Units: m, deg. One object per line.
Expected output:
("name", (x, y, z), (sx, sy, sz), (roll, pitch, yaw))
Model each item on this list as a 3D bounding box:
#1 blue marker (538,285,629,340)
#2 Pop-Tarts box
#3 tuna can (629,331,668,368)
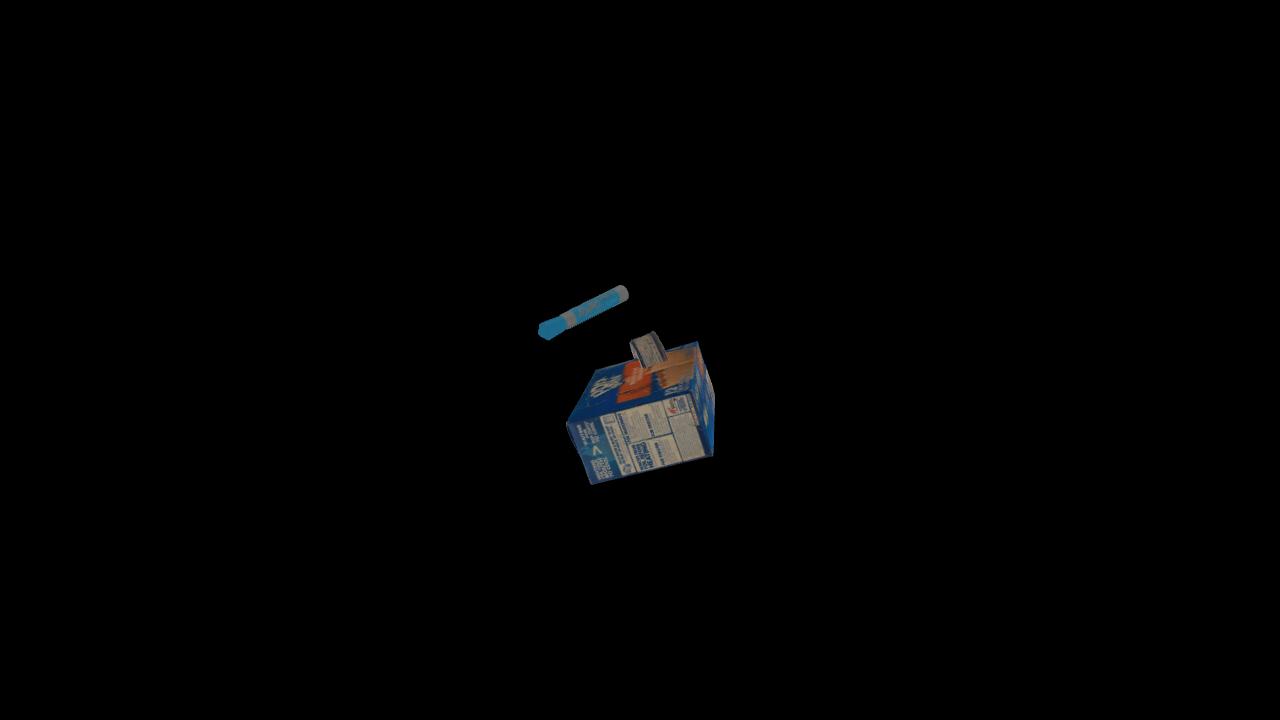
("blue marker", (-0.058, -0.050, 0.639), (0.020, 0.020, 0.121), (0, 24, 45))
("Pop-Tarts box", (0.009, 0.055, 0.713), (0.141, 0.083, 0.167), (-16, 16, 13))
("tuna can", (0.017, 0.009, 0.762), (0.034, 0.084, 0.084), (-22, 2, -4))
